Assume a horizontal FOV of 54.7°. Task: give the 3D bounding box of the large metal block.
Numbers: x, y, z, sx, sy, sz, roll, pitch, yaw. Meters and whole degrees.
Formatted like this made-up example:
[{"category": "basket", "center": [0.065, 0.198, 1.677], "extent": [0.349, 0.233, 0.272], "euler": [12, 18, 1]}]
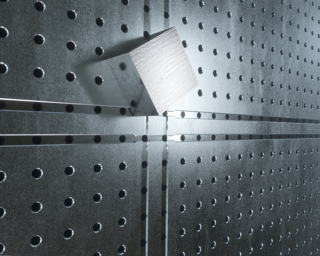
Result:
[{"category": "large metal block", "center": [-0.007, -0.069, 0.388], "extent": [0.080, 0.050, 0.080], "euler": [-40, 115, -33]}]
